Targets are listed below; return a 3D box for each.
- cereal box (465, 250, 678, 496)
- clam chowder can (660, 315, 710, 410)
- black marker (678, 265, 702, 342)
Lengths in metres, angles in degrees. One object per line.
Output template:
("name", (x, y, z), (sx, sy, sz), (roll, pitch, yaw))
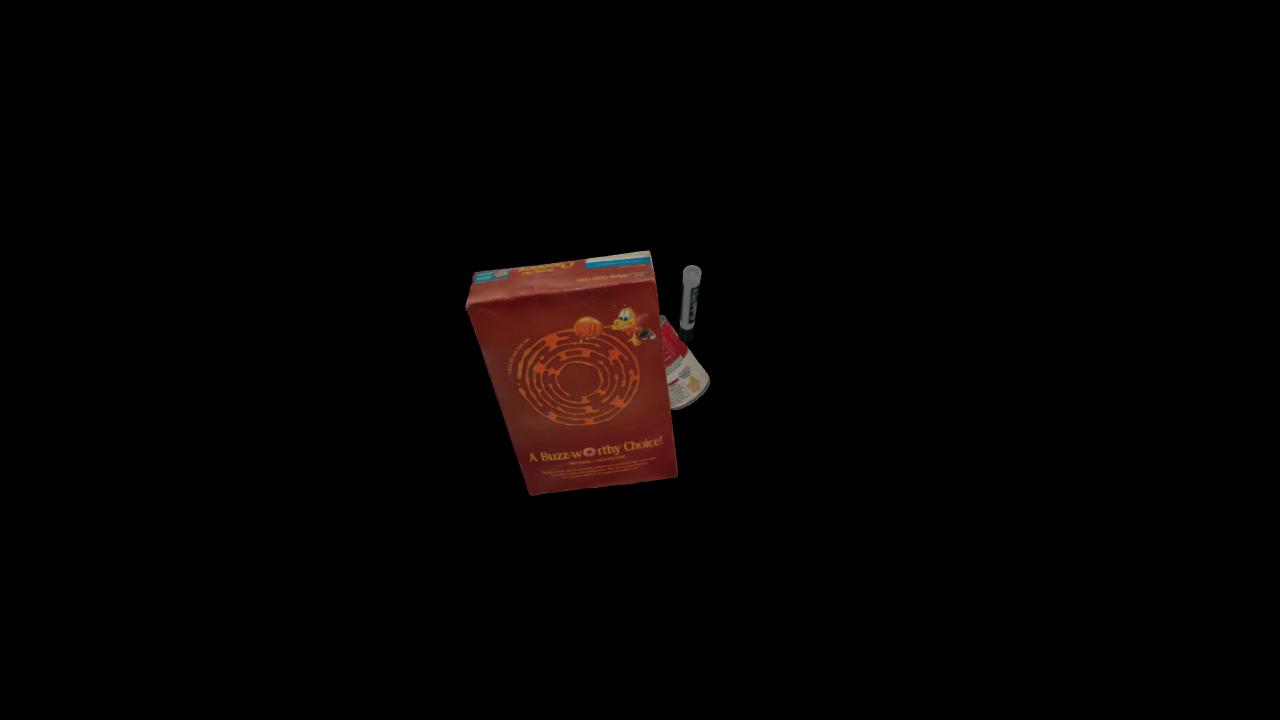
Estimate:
("cereal box", (-0.067, 0.027, 0.747), (0.203, 0.306, 0.081), (-8, 35, 1))
("clam chowder can", (0.033, 0.004, 0.765), (0.068, 0.102, 0.068), (-34, 17, 12))
("black marker", (0.053, -0.057, 0.666), (0.020, 0.020, 0.121), (0, -32, 0))
